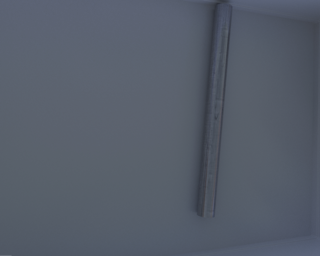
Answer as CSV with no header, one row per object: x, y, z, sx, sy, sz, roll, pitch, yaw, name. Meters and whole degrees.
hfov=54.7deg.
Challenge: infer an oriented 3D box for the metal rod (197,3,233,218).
0.078,-0.025,0.440,0.025,0.025,0.298,6,88,-20,metal rod
